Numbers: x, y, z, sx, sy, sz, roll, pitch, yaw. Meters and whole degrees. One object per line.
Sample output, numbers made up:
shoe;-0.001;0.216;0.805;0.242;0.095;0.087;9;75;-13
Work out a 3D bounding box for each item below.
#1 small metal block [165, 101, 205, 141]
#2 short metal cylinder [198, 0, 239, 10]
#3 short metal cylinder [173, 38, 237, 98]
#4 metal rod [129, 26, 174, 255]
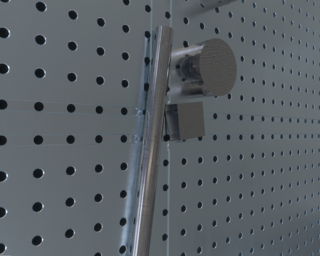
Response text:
small metal block;0.036;-0.011;0.440;0.050;0.025;0.050;-9;96;-40
short metal cylinder;0.092;-0.228;0.470;0.081;0.050;0.079;0;90;-40
short metal cylinder;0.066;-0.085;0.449;0.081;0.050;0.079;0;90;-40
metal rod;-0.010;0.016;0.400;0.025;0.025;0.298;11;83;-40
